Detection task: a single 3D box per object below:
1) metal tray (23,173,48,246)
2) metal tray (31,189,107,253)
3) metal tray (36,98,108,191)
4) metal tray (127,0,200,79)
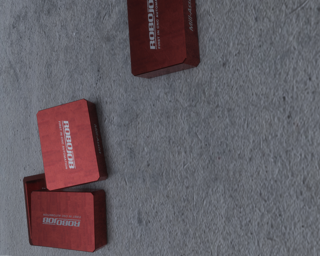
[{"bbox_3d":[-0.214,0.151,0.578,0.090,0.030,0.129,-15,81,39],"label":"metal tray"},{"bbox_3d":[-0.150,0.146,0.503,0.130,0.030,0.089,-4,85,25],"label":"metal tray"},{"bbox_3d":[-0.140,0.027,0.493,0.090,0.030,0.129,-14,80,11],"label":"metal tray"},{"bbox_3d":[0.001,-0.137,0.401,0.090,0.030,0.129,-6,86,39],"label":"metal tray"}]
